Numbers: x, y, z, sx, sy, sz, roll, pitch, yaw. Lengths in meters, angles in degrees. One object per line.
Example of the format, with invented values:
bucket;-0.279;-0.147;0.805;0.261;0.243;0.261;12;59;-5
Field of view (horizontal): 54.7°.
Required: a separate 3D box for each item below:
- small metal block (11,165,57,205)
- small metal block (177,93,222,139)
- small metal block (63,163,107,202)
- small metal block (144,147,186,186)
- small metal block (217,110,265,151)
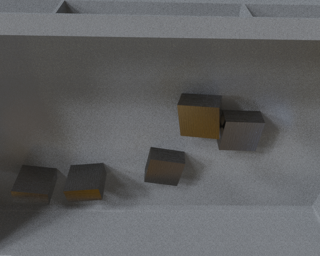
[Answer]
small metal block;-0.186;0.084;0.462;0.050;0.050;0.025;7;130;-6
small metal block;0.051;-0.015;0.389;0.050;0.025;0.050;5;132;16
small metal block;-0.110;0.080;0.460;0.050;0.050;0.025;-4;130;3
small metal block;0.006;0.058;0.458;0.050;0.025;0.050;9;130;-8
small metal block;0.106;0.004;0.414;0.050;0.025;0.050;2;130;-3
